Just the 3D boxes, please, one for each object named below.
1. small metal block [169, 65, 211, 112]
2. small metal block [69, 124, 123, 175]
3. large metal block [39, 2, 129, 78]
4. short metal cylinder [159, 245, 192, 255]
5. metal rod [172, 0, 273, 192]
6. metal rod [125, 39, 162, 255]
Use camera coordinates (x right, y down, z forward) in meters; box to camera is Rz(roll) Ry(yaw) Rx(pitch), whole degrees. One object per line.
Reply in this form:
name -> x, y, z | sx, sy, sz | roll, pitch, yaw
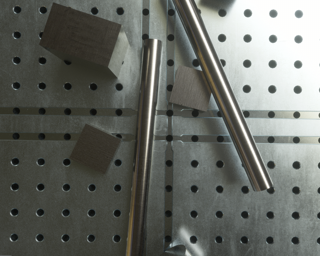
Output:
small metal block -> 0.042, -0.052, 0.413 | 0.050, 0.025, 0.050 | 15, 90, 0
small metal block -> -0.084, 0.027, 0.413 | 0.050, 0.025, 0.050 | 25, 90, 0
large metal block -> -0.088, -0.104, 0.385 | 0.080, 0.080, 0.050 | 18, 90, 0
short metal cylinder -> 0.016, 0.194, 0.386 | 0.080, 0.080, 0.050 | -38, 90, 0
metal rod -> 0.071, -0.063, 0.388 | 0.025, 0.025, 0.299 | -23, 90, 0
metal rod -> -0.022, 0.033, 0.413 | 0.025, 0.025, 0.298 | 5, 90, 0
